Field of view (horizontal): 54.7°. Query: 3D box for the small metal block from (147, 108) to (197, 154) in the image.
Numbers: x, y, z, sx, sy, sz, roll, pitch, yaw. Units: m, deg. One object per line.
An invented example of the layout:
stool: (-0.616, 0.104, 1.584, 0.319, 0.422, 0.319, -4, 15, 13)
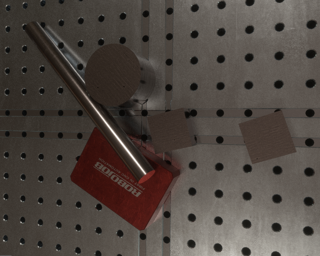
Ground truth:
small metal block: (0.016, 0.004, 0.406, 0.050, 0.025, 0.050, -14, 86, 19)

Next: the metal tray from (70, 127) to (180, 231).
metal tray: (-0.050, 0.065, 0.427, 0.130, 0.030, 0.090, 31, 100, 17)

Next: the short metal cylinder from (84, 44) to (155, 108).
short metal cylinder: (-0.053, -0.068, 0.417, 0.080, 0.050, 0.079, 0, 90, 19)

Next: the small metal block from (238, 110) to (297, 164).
small metal block: (0.127, 0.011, 0.368, 0.050, 0.025, 0.050, -19, 84, 18)

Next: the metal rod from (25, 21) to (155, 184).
metal rod: (-0.107, -0.048, 0.428, 0.025, 0.025, 0.300, -46, 69, 14)
